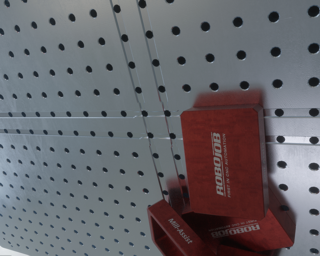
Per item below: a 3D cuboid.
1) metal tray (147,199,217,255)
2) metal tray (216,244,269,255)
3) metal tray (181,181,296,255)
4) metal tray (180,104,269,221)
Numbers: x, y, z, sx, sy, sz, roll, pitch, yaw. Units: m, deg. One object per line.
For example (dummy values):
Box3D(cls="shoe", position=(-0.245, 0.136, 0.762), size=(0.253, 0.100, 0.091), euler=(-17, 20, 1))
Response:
Box3D(cls="metal tray", position=(0.031, 0.177, 0.454), size=(0.130, 0.030, 0.090), euler=(39, 145, 44))
Box3D(cls="metal tray", position=(0.121, 0.226, 0.459), size=(0.090, 0.030, 0.129), euler=(10, 134, 11))
Box3D(cls="metal tray", position=(0.106, 0.131, 0.433), size=(0.130, 0.030, 0.090), euler=(-28, 103, 37))
Box3D(cls="metal tray", position=(0.077, 0.039, 0.370), size=(0.090, 0.030, 0.129), euler=(-1, 102, 29))
